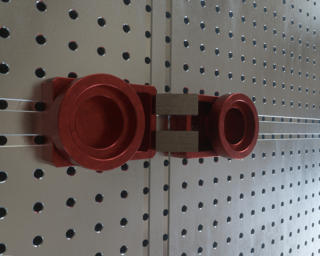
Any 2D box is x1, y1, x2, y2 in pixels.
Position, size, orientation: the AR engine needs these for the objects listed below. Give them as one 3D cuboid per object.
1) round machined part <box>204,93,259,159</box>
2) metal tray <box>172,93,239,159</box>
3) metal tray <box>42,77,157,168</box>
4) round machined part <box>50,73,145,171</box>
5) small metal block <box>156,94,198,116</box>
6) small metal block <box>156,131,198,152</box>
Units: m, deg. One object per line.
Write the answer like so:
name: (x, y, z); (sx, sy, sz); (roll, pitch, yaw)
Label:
round machined part: (0.104, -0.003, 0.469); (0.099, 0.042, 0.097); (0, 90, -40)
metal tray: (0.076, -0.002, 0.470); (0.131, 0.030, 0.089); (1, 90, -40)
metal tray: (-0.064, -0.007, 0.354); (0.131, 0.030, 0.089); (-1, 93, -40)
round machined part: (-0.067, -0.006, 0.325); (0.099, 0.042, 0.097); (0, 90, -40)
small metal block: (0.022, -0.028, 0.393); (0.050, 0.050, 0.025); (1, 90, 4)
small metal block: (0.022, 0.016, 0.392); (0.050, 0.050, 0.025); (1, 90, 4)
